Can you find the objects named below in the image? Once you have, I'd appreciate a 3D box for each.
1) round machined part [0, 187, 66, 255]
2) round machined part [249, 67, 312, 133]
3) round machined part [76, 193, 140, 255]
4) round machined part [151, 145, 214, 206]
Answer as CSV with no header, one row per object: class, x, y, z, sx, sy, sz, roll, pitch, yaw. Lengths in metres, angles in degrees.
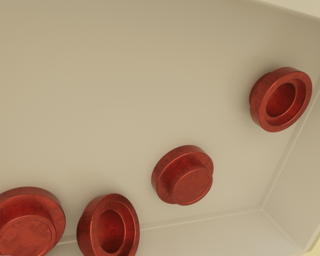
round machined part,-0.164,0.124,0.374,0.099,0.042,0.097,-10,113,-26
round machined part,0.174,-0.045,0.464,0.099,0.042,0.097,-14,124,-21
round machined part,-0.074,0.141,0.421,0.042,0.098,0.098,-17,137,30
round machined part,0.040,0.078,0.467,0.099,0.042,0.097,-14,124,-21
